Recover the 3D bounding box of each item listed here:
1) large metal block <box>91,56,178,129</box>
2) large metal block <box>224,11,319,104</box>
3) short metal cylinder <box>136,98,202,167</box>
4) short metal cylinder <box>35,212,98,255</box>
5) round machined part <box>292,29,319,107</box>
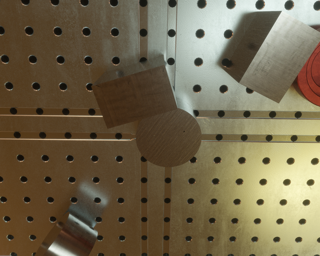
[{"bbox_3d":[-0.026,-0.046,0.367,0.080,0.080,0.050,-16,110,5],"label":"large metal block"},{"bbox_3d":[0.123,-0.084,0.354,0.050,0.080,0.080,25,108,-9],"label":"large metal block"},{"bbox_3d":[0.011,0.004,0.401,0.081,0.050,0.079,0,110,0],"label":"short metal cylinder"},{"bbox_3d":[-0.135,0.169,0.445,0.050,0.080,0.080,39,105,-13],"label":"short metal cylinder"},{"bbox_3d":[0.208,-0.076,0.378,0.099,0.042,0.097,0,110,0],"label":"round machined part"}]
